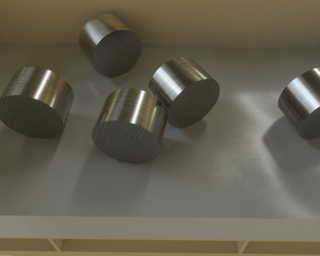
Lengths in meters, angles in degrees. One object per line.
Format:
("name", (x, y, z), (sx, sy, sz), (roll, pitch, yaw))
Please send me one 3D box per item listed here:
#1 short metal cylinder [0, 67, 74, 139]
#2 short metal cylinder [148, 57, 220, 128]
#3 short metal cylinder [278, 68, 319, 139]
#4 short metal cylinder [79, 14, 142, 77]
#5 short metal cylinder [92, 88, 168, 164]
("short metal cylinder", (-0.156, -0.031, 0.394), (0.080, 0.080, 0.050), (4, 50, 3))
("short metal cylinder", (0.031, -0.046, 0.408), (0.081, 0.080, 0.050), (-24, 54, -19))
("short metal cylinder", (0.201, -0.030, 0.396), (0.081, 0.080, 0.050), (-13, 51, -11))
("short metal cylinder", (-0.076, -0.125, 0.474), (0.081, 0.080, 0.050), (-25, 55, -20))
("short metal cylinder", (-0.034, -0.001, 0.370), (0.080, 0.080, 0.050), (8, 51, 7))
